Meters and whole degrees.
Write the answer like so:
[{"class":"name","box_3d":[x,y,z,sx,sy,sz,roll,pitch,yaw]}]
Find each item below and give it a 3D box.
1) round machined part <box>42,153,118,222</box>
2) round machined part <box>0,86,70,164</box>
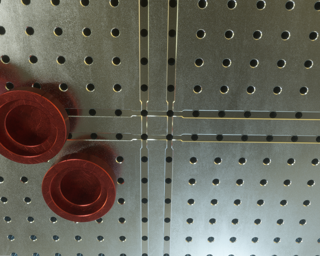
[{"class":"round machined part","box_3d":[-0.108,0.078,0.432,0.099,0.042,0.097,0,110,0]},{"class":"round machined part","box_3d":[-0.166,-0.006,0.399,0.099,0.042,0.097,-1,111,-3]}]
